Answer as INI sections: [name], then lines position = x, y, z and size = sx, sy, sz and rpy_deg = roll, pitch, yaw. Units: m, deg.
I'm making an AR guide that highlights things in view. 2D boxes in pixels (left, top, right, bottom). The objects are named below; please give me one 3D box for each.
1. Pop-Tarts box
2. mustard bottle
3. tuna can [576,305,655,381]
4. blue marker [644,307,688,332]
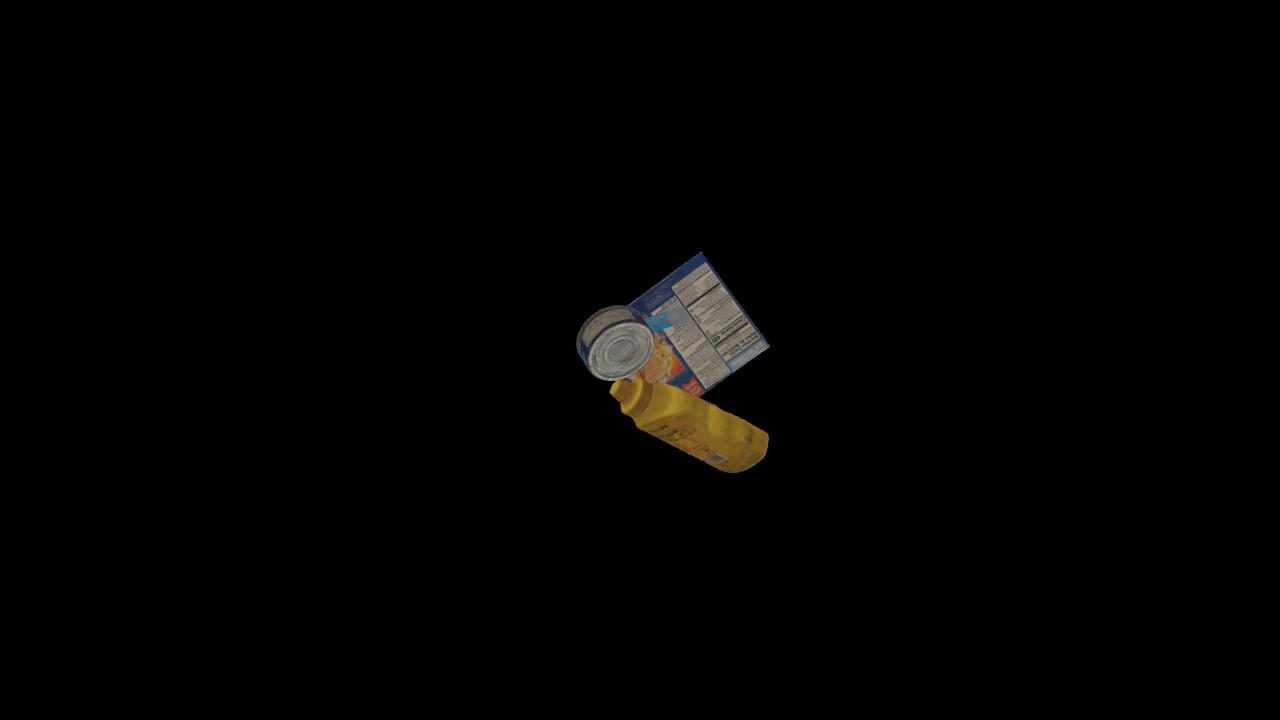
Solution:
[Pop-Tarts box]
position = 0.049, -0.026, 0.764
size = 0.167, 0.141, 0.083
rpy_deg = -36, 1, 7
[mustard bottle]
position = 0.046, 0.068, 0.679
size = 0.184, 0.054, 0.092
rpy_deg = 28, -24, -23
[tuna can]
position = -0.026, -0.017, 0.686
size = 0.084, 0.084, 0.034
rpy_deg = 0, 36, -31
[blue marker]
position = 0.005, -0.039, 0.726
size = 0.020, 0.020, 0.121
rpy_deg = 0, -11, -45
